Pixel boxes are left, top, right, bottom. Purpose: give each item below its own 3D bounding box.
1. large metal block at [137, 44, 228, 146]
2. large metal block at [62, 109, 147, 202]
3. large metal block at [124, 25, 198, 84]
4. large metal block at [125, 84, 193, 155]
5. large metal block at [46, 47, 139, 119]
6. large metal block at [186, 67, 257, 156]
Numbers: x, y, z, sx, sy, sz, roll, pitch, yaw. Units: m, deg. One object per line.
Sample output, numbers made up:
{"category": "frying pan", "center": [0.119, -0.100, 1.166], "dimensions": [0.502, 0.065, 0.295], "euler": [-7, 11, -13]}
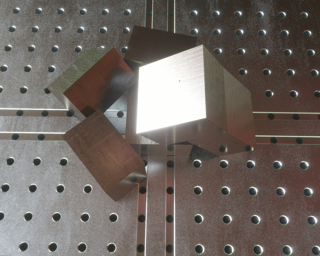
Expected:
{"category": "large metal block", "center": [0.023, -0.032, 0.337], "dimensions": [0.080, 0.050, 0.080], "euler": [-13, 65, 32]}
{"category": "large metal block", "center": [-0.062, 0.036, 0.368], "dimensions": [0.050, 0.080, 0.080], "euler": [-38, 75, -13]}
{"category": "large metal block", "center": [0.002, -0.084, 0.414], "dimensions": [0.080, 0.080, 0.050], "euler": [12, 71, 5]}
{"category": "large metal block", "center": [-0.001, -0.010, 0.402], "dimensions": [0.080, 0.050, 0.080], "euler": [1, 70, 0]}
{"category": "large metal block", "center": [-0.088, -0.057, 0.396], "dimensions": [0.080, 0.080, 0.050], "euler": [-47, 121, -15]}
{"category": "large metal block", "center": [0.075, -0.016, 0.380], "dimensions": [0.050, 0.080, 0.080], "euler": [-15, 65, 35]}
